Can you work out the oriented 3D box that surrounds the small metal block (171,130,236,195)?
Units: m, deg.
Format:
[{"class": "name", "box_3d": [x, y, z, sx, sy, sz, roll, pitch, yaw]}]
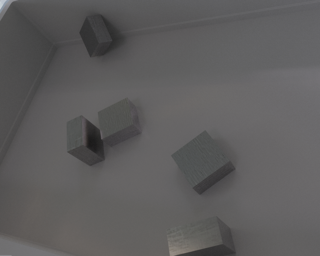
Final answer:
[{"class": "small metal block", "box_3d": [0.049, 0.039, 0.356, 0.050, 0.025, 0.050, -37, 51, 3]}]

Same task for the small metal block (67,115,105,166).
[{"class": "small metal block", "box_3d": [-0.104, 0.018, 0.433, 0.025, 0.050, 0.050, -24, 53, 14]}]

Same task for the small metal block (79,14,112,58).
[{"class": "small metal block", "box_3d": [-0.111, -0.157, 0.531, 0.025, 0.050, 0.050, -22, 84, -33]}]

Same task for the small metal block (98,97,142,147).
[{"class": "small metal block", "box_3d": [-0.058, -0.008, 0.442, 0.050, 0.025, 0.050, -25, 53, 12]}]

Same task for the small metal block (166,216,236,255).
[{"class": "small metal block", "box_3d": [0.041, 0.110, 0.301, 0.050, 0.050, 0.025, -20, 54, 16]}]
